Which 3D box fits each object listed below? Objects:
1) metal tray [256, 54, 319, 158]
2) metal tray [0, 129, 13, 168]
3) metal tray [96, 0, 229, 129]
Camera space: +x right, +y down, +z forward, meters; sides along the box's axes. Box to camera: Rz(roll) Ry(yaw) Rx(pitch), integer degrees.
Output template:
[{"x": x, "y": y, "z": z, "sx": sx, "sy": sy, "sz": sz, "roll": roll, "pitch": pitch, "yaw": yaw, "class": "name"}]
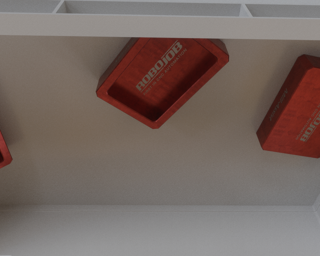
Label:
[{"x": 0.191, "y": -0.021, "z": 0.391, "sx": 0.091, "sy": 0.030, "sz": 0.129, "roll": 9, "pitch": 130, "yaw": -8, "class": "metal tray"}, {"x": -0.247, "y": 0.011, "z": 0.376, "sx": 0.091, "sy": 0.030, "sz": 0.129, "roll": -31, "pitch": 140, "yaw": -32, "class": "metal tray"}, {"x": 0.000, "y": -0.065, "z": 0.350, "sx": 0.090, "sy": 0.030, "sz": 0.129, "roll": 31, "pitch": 123, "yaw": -24, "class": "metal tray"}]
